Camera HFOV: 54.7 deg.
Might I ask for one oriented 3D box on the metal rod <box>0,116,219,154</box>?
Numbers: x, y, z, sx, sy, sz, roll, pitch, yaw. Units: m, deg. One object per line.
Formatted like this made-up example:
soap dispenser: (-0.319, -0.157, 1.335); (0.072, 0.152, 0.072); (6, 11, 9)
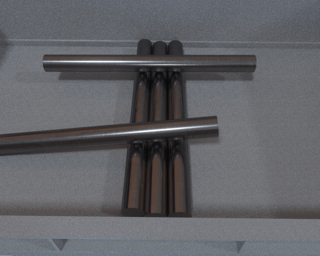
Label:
metal rod: (-0.083, 0.011, 0.370); (0.302, 0.025, 0.025); (-5, 50, 5)

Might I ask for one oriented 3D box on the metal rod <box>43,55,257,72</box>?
metal rod: (-0.015, -0.094, 0.449); (0.302, 0.025, 0.025); (0, 50, 0)

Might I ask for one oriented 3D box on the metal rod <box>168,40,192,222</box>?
metal rod: (0.023, -0.021, 0.421); (0.025, 0.025, 0.300); (1, 50, 1)

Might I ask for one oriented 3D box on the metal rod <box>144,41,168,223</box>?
metal rod: (-0.002, -0.020, 0.421); (0.025, 0.025, 0.300); (1, 50, 1)

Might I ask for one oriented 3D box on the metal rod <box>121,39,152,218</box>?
metal rod: (-0.027, -0.025, 0.425); (0.025, 0.025, 0.300); (1, 50, 0)
